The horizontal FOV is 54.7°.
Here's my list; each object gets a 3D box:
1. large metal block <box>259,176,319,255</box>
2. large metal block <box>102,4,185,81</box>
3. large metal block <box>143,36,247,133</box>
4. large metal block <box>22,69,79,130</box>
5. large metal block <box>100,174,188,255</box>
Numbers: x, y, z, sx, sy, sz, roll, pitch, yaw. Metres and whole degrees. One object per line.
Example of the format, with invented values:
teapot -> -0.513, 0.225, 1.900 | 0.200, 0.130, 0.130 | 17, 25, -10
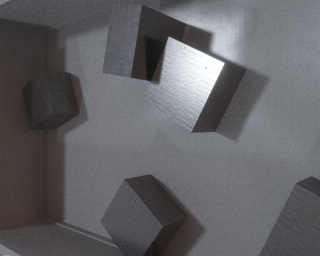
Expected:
large metal block -> 0.147, 0.100, 0.269 | 0.080, 0.050, 0.079 | 31, 109, 35
large metal block -> -0.019, -0.101, 0.387 | 0.050, 0.081, 0.079 | 16, 101, 39
large metal block -> 0.038, -0.049, 0.359 | 0.080, 0.050, 0.079 | 36, 112, 34
large metal block -> -0.196, -0.048, 0.553 | 0.080, 0.050, 0.080 | -26, 74, 37
large metal block -> -0.023, 0.121, 0.410 | 0.080, 0.050, 0.080 | 44, 117, 31
